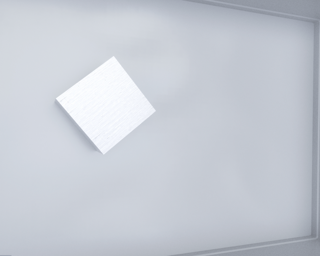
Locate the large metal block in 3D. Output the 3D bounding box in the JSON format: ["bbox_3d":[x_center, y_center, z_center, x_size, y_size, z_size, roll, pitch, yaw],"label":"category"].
[{"bbox_3d":[-0.067,-0.026,0.373,0.080,0.050,0.080,-41,103,-16],"label":"large metal block"}]
